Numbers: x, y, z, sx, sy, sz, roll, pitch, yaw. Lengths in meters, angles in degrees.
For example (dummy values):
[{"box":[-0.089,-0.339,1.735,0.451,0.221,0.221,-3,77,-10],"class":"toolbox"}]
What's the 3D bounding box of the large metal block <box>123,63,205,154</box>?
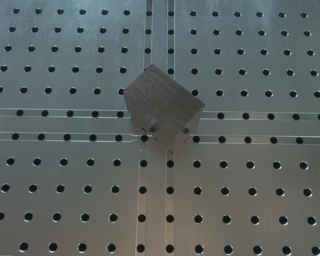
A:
[{"box":[0.004,-0.021,0.390,0.080,0.080,0.050,40,75,13],"class":"large metal block"}]
